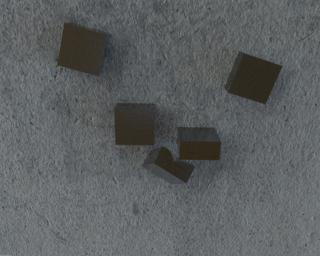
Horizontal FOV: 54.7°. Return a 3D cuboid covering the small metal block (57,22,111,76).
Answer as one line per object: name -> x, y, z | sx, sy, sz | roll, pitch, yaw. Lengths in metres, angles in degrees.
small metal block -> -0.091, -0.095, 0.374 | 0.050, 0.025, 0.050 | 14, 109, -6

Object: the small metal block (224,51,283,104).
small metal block -> 0.115, -0.063, 0.387 | 0.050, 0.025, 0.050 | 16, 109, -6

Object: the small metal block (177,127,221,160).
small metal block -> 0.049, 0.019, 0.404 | 0.050, 0.050, 0.025 | 1, 110, -1

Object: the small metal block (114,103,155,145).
small metal block -> -0.032, -0.005, 0.407 | 0.050, 0.025, 0.050 | 1, 110, -1

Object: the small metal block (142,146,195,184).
small metal block -> 0.010, 0.051, 0.413 | 0.050, 0.050, 0.025 | 33, 70, -12
